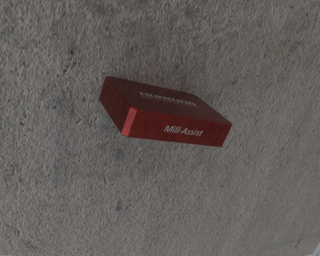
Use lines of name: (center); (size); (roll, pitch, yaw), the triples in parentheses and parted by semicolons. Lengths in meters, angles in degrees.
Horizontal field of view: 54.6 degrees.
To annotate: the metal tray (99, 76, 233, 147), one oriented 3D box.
metal tray: (0.006, -0.018, 0.355); (0.131, 0.090, 0.030); (8, 115, -32)
